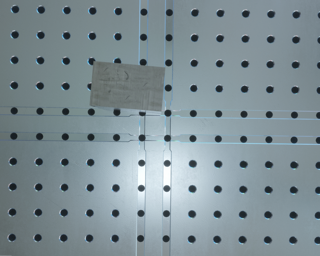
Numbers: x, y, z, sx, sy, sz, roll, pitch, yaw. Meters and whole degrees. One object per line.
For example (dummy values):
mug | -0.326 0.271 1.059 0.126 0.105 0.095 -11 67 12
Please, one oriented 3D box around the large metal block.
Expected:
large metal block | -0.036 -0.047 0.385 0.081 0.080 0.050 5 90 -1
